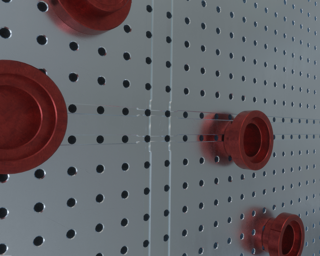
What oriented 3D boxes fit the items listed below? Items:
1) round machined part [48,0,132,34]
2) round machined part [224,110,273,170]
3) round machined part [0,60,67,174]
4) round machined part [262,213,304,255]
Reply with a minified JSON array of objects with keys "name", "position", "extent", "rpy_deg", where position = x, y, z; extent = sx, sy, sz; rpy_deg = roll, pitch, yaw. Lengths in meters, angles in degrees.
[{"name":"round machined part","position":[-0.071,-0.156,0.338],"extent":[0.099,0.042,0.097],"rpy_deg":[0,90,-40]},{"name":"round machined part","position":[0.145,0.020,0.518],"extent":[0.099,0.042,0.097],"rpy_deg":[0,90,-40]},{"name":"round machined part","position":[-0.139,-0.010,0.281],"extent":[0.099,0.042,0.097],"rpy_deg":[0,90,-40]},{"name":"round machined part","position":[0.232,0.210,0.591],"extent":[0.099,0.042,0.097],"rpy_deg":[0,90,-40]}]
